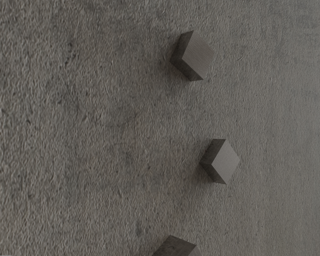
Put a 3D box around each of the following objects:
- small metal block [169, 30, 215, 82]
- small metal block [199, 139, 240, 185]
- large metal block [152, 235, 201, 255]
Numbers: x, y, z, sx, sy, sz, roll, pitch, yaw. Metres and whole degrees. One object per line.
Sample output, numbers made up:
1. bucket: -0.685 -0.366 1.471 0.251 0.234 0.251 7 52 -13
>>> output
1. small metal block: 0.047 -0.103 0.446 0.050 0.025 0.050 36 68 -35
2. small metal block: 0.095 0.052 0.487 0.050 0.025 0.050 51 60 -28
3. large metal block: 0.021 0.205 0.409 0.080 0.050 0.080 -39 114 -33
